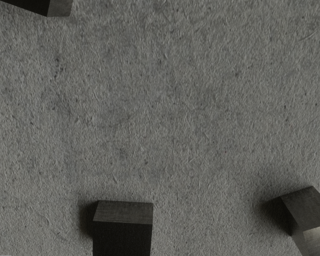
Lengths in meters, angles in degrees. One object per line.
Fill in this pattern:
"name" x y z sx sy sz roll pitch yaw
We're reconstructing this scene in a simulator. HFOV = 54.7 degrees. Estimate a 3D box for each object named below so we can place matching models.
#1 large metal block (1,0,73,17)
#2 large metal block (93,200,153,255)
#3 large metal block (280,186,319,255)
"large metal block" -0.138 -0.155 0.322 0.080 0.080 0.050 18 109 -7
"large metal block" -0.053 0.156 0.453 0.081 0.050 0.079 4 110 -2
"large metal block" 0.216 0.142 0.435 0.050 0.080 0.080 -20 109 7
